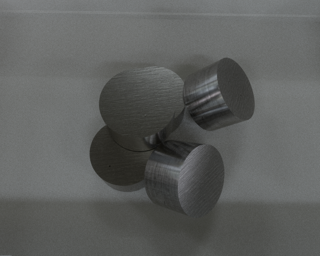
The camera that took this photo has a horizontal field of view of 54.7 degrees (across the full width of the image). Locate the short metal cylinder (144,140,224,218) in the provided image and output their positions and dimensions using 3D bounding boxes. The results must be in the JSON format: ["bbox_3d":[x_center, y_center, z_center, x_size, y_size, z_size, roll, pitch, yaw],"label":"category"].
[{"bbox_3d":[0.029,0.055,0.352,0.050,0.080,0.080,5,63,45],"label":"short metal cylinder"}]

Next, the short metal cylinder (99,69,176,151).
[{"bbox_3d":[-0.023,-0.019,0.347,0.081,0.050,0.080,0,70,0],"label":"short metal cylinder"}]

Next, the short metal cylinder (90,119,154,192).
[{"bbox_3d":[-0.041,0.035,0.382,0.081,0.050,0.080,0,70,0],"label":"short metal cylinder"}]

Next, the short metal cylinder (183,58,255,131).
[{"bbox_3d":[0.075,-0.041,0.389,0.080,0.050,0.080,20,61,-40],"label":"short metal cylinder"}]

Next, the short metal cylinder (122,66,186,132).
[{"bbox_3d":[-0.007,-0.033,0.406,0.081,0.050,0.080,0,70,0],"label":"short metal cylinder"}]
